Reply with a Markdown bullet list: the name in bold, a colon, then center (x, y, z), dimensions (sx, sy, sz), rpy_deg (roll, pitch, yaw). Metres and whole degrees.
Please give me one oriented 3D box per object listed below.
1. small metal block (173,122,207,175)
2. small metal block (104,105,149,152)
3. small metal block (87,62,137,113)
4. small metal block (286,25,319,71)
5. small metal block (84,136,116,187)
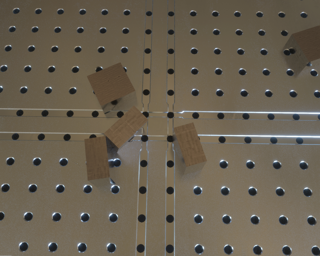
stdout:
- **small metal block**: center (0.035, 0.027, 0.389), dimensions (0.025, 0.050, 0.050), rpy_deg (-16, 71, -5)
- **small metal block**: center (-0.044, 0.003, 0.395), dimensions (0.025, 0.050, 0.050), rpy_deg (45, 75, 0)
- **small metal block**: center (-0.066, -0.056, 0.432), dimensions (0.050, 0.025, 0.050), rpy_deg (-25, 72, -9)
- **small metal block**: center (0.224, -0.118, 0.456), dimensions (0.050, 0.025, 0.050), rpy_deg (-19, 71, -7)
- **small metal block**: center (-0.073, 0.043, 0.383), dimensions (0.025, 0.050, 0.050), rpy_deg (-9, 71, -3)
